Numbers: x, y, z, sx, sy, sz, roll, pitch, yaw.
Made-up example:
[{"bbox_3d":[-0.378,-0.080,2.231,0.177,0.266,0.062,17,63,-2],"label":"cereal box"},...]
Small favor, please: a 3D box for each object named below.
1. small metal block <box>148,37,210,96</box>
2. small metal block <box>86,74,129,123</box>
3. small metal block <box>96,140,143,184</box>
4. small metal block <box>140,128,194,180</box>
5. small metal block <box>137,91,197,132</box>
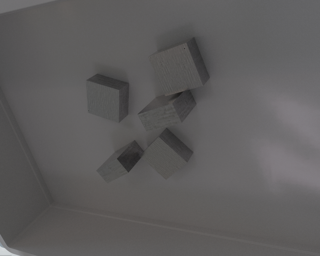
[{"bbox_3d":[0.022,-0.069,0.354,0.050,0.025,0.050,-12,112,33],"label":"small metal block"},{"bbox_3d":[-0.071,-0.041,0.421,0.050,0.025,0.050,18,126,17],"label":"small metal block"},{"bbox_3d":[-0.057,0.049,0.453,0.050,0.050,0.025,-31,101,38],"label":"small metal block"},{"bbox_3d":[0.009,0.036,0.426,0.050,0.025,0.050,43,129,-2],"label":"small metal block"},{"bbox_3d":[0.009,-0.023,0.374,0.050,0.050,0.025,-15,111,34],"label":"small metal block"}]
